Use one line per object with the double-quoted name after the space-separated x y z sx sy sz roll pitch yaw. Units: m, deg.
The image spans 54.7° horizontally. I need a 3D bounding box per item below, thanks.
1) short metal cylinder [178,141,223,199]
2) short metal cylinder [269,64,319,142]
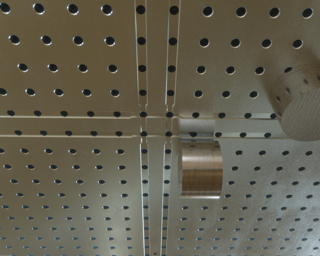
0.052 0.057 0.424 0.050 0.080 0.079 1 130 -1 "short metal cylinder"
0.179 -0.030 0.372 0.081 0.050 0.079 0 130 0 "short metal cylinder"
